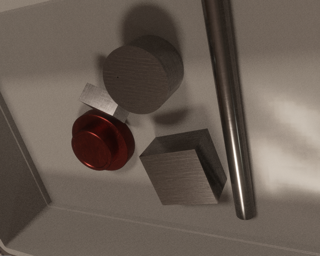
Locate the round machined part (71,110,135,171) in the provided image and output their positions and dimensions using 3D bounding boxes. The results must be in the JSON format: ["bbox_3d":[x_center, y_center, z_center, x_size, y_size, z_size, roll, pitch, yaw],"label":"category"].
[{"bbox_3d":[-0.090,0.024,0.458,0.098,0.042,0.097,13,124,20],"label":"round machined part"}]

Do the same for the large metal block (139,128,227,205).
[{"bbox_3d":[0.032,0.053,0.407,0.080,0.050,0.080,-11,113,32],"label":"large metal block"}]

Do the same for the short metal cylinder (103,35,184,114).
[{"bbox_3d":[-0.019,-0.063,0.361,0.080,0.050,0.079,12,123,20],"label":"short metal cylinder"}]

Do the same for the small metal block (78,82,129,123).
[{"bbox_3d":[-0.070,-0.032,0.406,0.050,0.050,0.025,24,85,13],"label":"small metal block"}]

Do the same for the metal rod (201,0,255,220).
[{"bbox_3d":[0.081,-0.015,0.355,0.025,0.025,0.298,0,119,28],"label":"metal rod"}]
